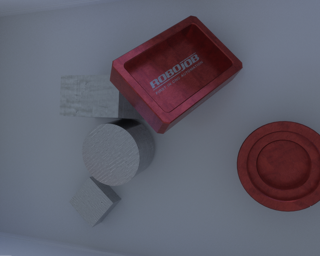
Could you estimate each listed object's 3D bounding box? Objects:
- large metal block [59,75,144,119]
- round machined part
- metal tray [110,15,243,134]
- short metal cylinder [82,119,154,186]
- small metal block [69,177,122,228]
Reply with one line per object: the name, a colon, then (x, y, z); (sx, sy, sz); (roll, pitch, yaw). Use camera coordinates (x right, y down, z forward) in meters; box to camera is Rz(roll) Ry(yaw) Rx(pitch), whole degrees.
large metal block: (-0.071, -0.038, 0.405); (0.080, 0.080, 0.050); (3, 91, 19)
round machined part: (0.140, 0.041, 0.352); (0.098, 0.042, 0.097); (0, 90, 19)
metal tray: (0.020, -0.065, 0.355); (0.131, 0.030, 0.090); (-38, 80, -25)
short metal cylinder: (-0.054, 0.030, 0.409); (0.080, 0.050, 0.079); (3, 100, 19)
small metal block: (-0.092, 0.103, 0.442); (0.050, 0.025, 0.050); (44, 103, 14)
